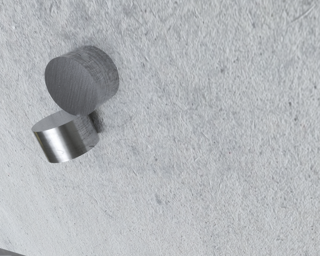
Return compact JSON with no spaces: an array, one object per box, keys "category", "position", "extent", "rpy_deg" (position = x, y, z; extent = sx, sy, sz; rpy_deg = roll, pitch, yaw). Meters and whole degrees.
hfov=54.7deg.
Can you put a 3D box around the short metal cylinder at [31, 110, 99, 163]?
[{"category":"short metal cylinder","position":[-0.135,0.008,0.447],"extent":[0.080,0.080,0.050],"rpy_deg":[-5,116,30]}]

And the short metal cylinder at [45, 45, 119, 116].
[{"category":"short metal cylinder","position":[-0.101,-0.062,0.406],"extent":[0.080,0.050,0.079],"rpy_deg":[13,124,21]}]
